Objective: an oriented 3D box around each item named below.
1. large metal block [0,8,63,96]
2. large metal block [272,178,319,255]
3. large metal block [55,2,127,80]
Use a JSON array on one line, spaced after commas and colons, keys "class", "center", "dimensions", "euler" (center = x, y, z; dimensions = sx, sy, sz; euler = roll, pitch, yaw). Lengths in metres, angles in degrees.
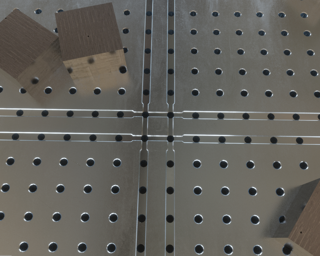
[{"class": "large metal block", "center": [-0.192, -0.106, 0.436], "dimensions": [0.080, 0.050, 0.080], "euler": [35, 74, 12]}, {"class": "large metal block", "center": [0.192, 0.117, 0.357], "dimensions": [0.080, 0.050, 0.080], "euler": [34, 74, 11]}, {"class": "large metal block", "center": [-0.097, -0.124, 0.443], "dimensions": [0.080, 0.050, 0.080], "euler": [-13, 71, -5]}]
